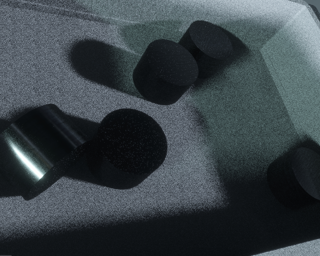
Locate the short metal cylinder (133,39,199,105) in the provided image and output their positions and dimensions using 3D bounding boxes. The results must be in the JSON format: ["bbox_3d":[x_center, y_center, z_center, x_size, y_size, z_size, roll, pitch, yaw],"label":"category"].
[{"bbox_3d":[0.008,-0.079,0.444,0.081,0.050,0.080,14,56,-21],"label":"short metal cylinder"}]

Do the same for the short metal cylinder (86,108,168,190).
[{"bbox_3d":[-0.039,0.024,0.355,0.081,0.050,0.080,14,56,-21],"label":"short metal cylinder"}]

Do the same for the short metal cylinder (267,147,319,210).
[{"bbox_3d":[0.208,0.075,0.458,0.081,0.050,0.080,14,56,-21],"label":"short metal cylinder"}]

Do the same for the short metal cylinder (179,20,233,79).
[{"bbox_3d":[0.071,-0.128,0.508,0.081,0.050,0.080,14,56,-21],"label":"short metal cylinder"}]

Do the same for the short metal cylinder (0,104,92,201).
[{"bbox_3d":[-0.113,0.023,0.297,0.050,0.080,0.080,45,51,2],"label":"short metal cylinder"}]
